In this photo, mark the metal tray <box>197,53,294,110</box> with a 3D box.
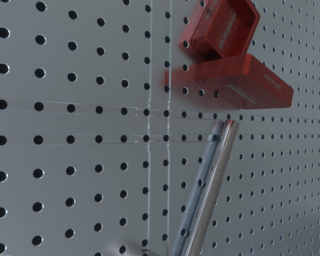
[{"bbox_3d":[0.133,-0.066,0.478,0.131,0.090,0.030,23,76,-38],"label":"metal tray"}]

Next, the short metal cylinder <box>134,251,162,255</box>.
[{"bbox_3d":[-0.008,0.202,0.387,0.081,0.050,0.079,0,90,-40],"label":"short metal cylinder"}]

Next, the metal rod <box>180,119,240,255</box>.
[{"bbox_3d":[0.066,0.125,0.465,0.025,0.025,0.299,34,69,-35],"label":"metal rod"}]

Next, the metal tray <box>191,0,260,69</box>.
[{"bbox_3d":[0.109,-0.160,0.497,0.090,0.030,0.130,38,67,-33],"label":"metal tray"}]
